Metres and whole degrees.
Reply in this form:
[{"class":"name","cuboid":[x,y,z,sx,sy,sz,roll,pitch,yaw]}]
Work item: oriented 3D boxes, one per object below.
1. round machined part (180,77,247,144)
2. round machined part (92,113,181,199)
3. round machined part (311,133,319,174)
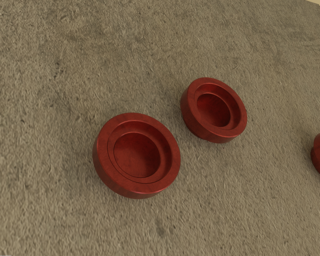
[{"class":"round machined part","cuboid":[0.072,-0.021,0.444,0.099,0.042,0.098,14,56,-21]},{"class":"round machined part","cuboid":[-0.029,0.034,0.356,0.099,0.042,0.098,14,56,-21]},{"class":"round machined part","cuboid":[0.295,0.051,0.520,0.099,0.042,0.098,14,56,-21]}]
